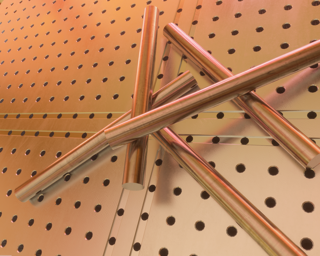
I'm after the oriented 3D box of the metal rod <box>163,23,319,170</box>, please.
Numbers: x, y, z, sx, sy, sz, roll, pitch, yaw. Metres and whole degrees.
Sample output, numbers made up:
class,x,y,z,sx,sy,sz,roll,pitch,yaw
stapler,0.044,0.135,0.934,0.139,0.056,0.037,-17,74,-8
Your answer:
class,x,y,z,sx,sy,sz,roll,pitch,yaw
metal rod,0.085,-0.062,0.400,0.025,0.025,0.300,-38,51,2

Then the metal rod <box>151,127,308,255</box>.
class,x,y,z,sx,sy,sz,roll,pitch,yaw
metal rod,0.081,0.082,0.314,0.025,0.025,0.300,-44,51,-2

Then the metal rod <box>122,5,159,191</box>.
class,x,y,z,sx,sy,sz,roll,pitch,yaw
metal rod,-0.022,-0.061,0.423,0.025,0.025,0.300,-11,55,22

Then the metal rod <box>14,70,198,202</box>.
class,x,y,z,sx,sy,sz,roll,pitch,yaw
metal rod,-0.078,0.014,0.438,0.300,0.025,0.025,-34,52,5

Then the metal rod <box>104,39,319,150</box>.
class,x,y,z,sx,sy,sz,roll,pitch,yaw
metal rod,0.081,-0.045,0.355,0.301,0.025,0.025,-23,53,-1
